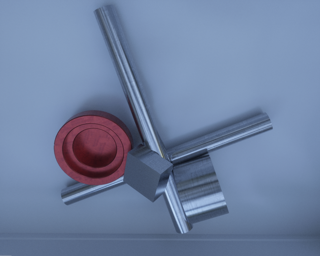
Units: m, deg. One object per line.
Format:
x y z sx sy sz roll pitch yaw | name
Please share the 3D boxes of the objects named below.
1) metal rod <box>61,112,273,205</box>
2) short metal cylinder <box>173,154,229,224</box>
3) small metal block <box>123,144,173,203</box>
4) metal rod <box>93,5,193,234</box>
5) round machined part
0.004 0.045 0.426 0.301 0.025 0.025 -21 109 7 | metal rod
0.054 0.081 0.411 0.050 0.080 0.080 -19 109 6 | short metal cylinder
-0.016 0.056 0.386 0.050 0.025 0.050 31 129 23 | small metal block
-0.016 -0.001 0.390 0.025 0.025 0.298 -18 102 6 | metal rod
-0.084 0.023 0.408 0.099 0.042 0.097 0 110 -1 | round machined part
